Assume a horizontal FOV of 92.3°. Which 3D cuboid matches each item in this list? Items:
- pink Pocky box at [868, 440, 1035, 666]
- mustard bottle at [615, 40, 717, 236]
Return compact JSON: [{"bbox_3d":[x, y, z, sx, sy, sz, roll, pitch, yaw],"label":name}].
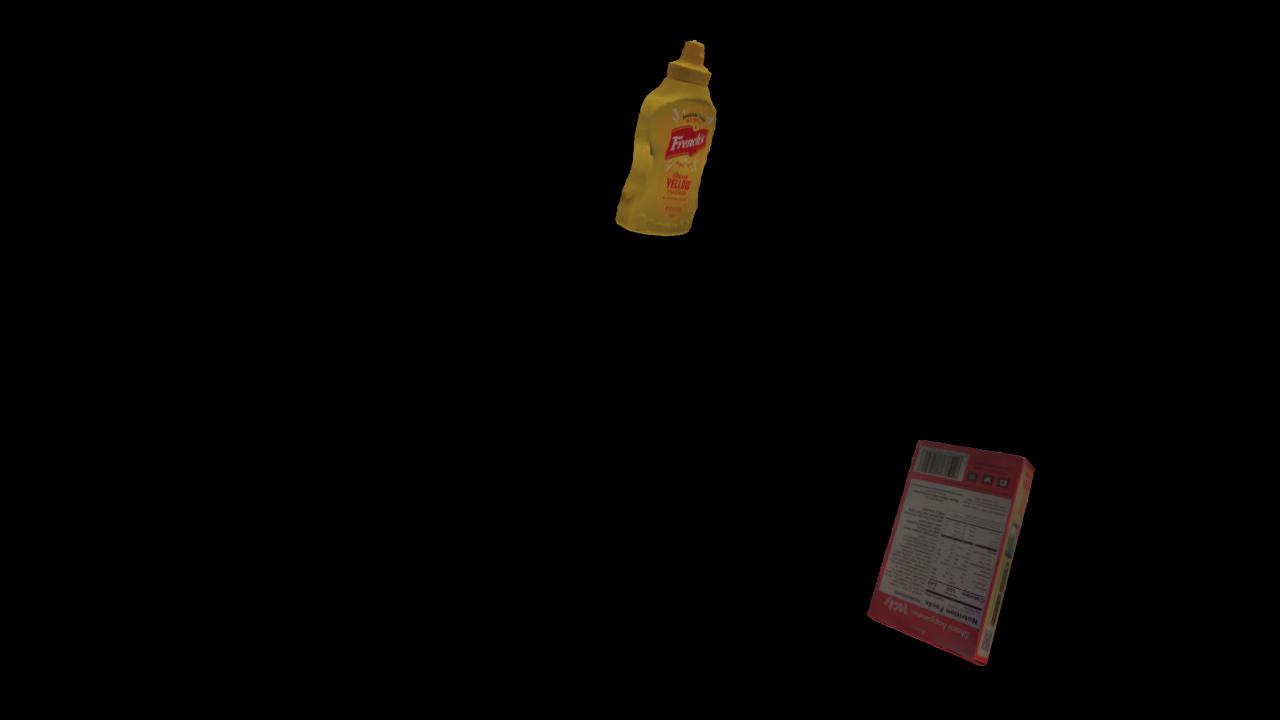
[{"bbox_3d":[0.243,0.144,0.483,0.029,0.155,0.084,33,-17,-35],"label":"pink Pocky box"},{"bbox_3d":[0.033,-0.220,0.618,0.092,0.184,0.054,-4,31,-34],"label":"mustard bottle"}]
